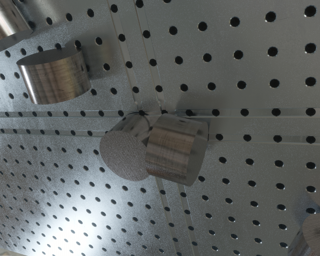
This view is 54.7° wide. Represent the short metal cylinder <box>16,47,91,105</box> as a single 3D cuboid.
[{"bbox_3d":[-0.136,-0.070,0.402,0.080,0.080,0.050,5,121,25],"label":"short metal cylinder"}]

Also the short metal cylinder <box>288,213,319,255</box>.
[{"bbox_3d":[0.199,0.148,0.362,0.080,0.080,0.050,19,126,16],"label":"short metal cylinder"}]

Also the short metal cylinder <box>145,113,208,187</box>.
[{"bbox_3d":[0.023,0.026,0.379,0.050,0.080,0.079,13,124,20],"label":"short metal cylinder"}]

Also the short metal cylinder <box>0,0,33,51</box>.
[{"bbox_3d":[-0.218,-0.133,0.406,0.080,0.080,0.050,-18,109,35],"label":"short metal cylinder"}]

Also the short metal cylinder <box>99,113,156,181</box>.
[{"bbox_3d":[-0.035,0.026,0.428,0.080,0.050,0.079,13,124,20],"label":"short metal cylinder"}]
